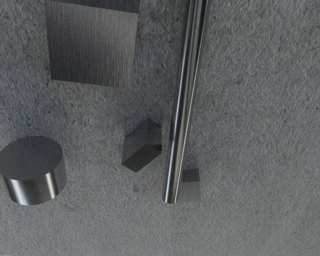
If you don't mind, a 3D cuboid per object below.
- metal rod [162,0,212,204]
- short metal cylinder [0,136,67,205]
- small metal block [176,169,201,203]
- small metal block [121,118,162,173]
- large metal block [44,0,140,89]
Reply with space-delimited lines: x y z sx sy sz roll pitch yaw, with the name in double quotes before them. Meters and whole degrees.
"metal rod" 0.027 -0.018 0.374 0.025 0.025 0.298 3 125 -3
"short metal cylinder" -0.170 0.056 0.416 0.081 0.080 0.050 3 130 -3
"small metal block" 0.037 0.092 0.486 0.050 0.025 0.050 -5 130 3
"small metal block" -0.024 0.023 0.410 0.025 0.050 0.050 35 122 -26
"large metal block" -0.065 -0.091 0.312 0.081 0.050 0.079 6 130 -6
